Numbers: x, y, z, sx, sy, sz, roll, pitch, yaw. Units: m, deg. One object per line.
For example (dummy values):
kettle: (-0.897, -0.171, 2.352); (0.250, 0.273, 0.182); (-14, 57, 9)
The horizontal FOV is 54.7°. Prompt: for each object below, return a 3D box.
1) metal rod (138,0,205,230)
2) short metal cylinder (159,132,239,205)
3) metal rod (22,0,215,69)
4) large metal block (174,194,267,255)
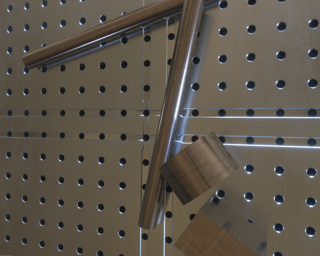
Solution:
metal rod: (0.012, -0.013, 0.397); (0.025, 0.025, 0.298); (15, 99, 19)
short metal cylinder: (0.046, 0.048, 0.367); (0.080, 0.080, 0.050); (-38, 78, 16)
metal rod: (-0.068, -0.139, 0.436); (0.301, 0.025, 0.025); (-14, 85, 19)
large metal block: (0.073, 0.129, 0.357); (0.080, 0.080, 0.050); (36, 102, 16)
